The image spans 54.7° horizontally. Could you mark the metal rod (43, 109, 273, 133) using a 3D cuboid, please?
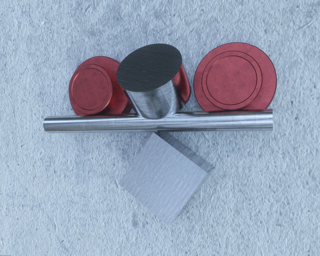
[{"bbox_3d":[-0.017,-0.007,0.393,0.301,0.025,0.025,-1,90,19],"label":"metal rod"}]

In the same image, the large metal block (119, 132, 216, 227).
[{"bbox_3d":[0.010,0.060,0.391,0.080,0.050,0.080,37,102,16],"label":"large metal block"}]

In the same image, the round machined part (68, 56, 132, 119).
[{"bbox_3d":[-0.086,-0.052,0.431,0.098,0.042,0.097,0,90,20],"label":"round machined part"}]

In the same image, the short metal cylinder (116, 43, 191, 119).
[{"bbox_3d":[-0.006,-0.057,0.379,0.080,0.050,0.080,-10,52,13],"label":"short metal cylinder"}]

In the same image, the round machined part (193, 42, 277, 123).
[{"bbox_3d":[0.088,-0.054,0.370,0.098,0.042,0.097,0,90,20],"label":"round machined part"}]
